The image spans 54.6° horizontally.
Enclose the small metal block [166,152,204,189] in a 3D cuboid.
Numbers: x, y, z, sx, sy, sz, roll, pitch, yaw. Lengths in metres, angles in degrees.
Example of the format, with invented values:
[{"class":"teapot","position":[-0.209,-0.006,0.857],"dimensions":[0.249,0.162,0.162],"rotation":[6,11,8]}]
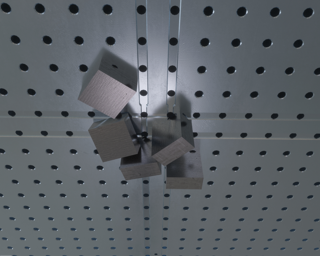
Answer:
[{"class":"small metal block","position":[0.034,0.060,0.447],"dimensions":[0.050,0.050,0.025],"rotation":[1,130,-1]}]

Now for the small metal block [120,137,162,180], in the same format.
[{"class":"small metal block","position":[-0.025,0.042,0.430],"dimensions":[0.050,0.050,0.025],"rotation":[-11,130,9]}]

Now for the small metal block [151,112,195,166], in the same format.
[{"class":"small metal block","position":[0.016,0.014,0.407],"dimensions":[0.050,0.050,0.025],"rotation":[-35,122,26]}]

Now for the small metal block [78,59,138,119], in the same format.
[{"class":"small metal block","position":[-0.062,-0.046,0.372],"dimensions":[0.050,0.025,0.050],"rotation":[29,124,-23]}]

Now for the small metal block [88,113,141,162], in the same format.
[{"class":"small metal block","position":[-0.060,0.013,0.414],"dimensions":[0.050,0.025,0.050],"rotation":[-15,112,12]}]
